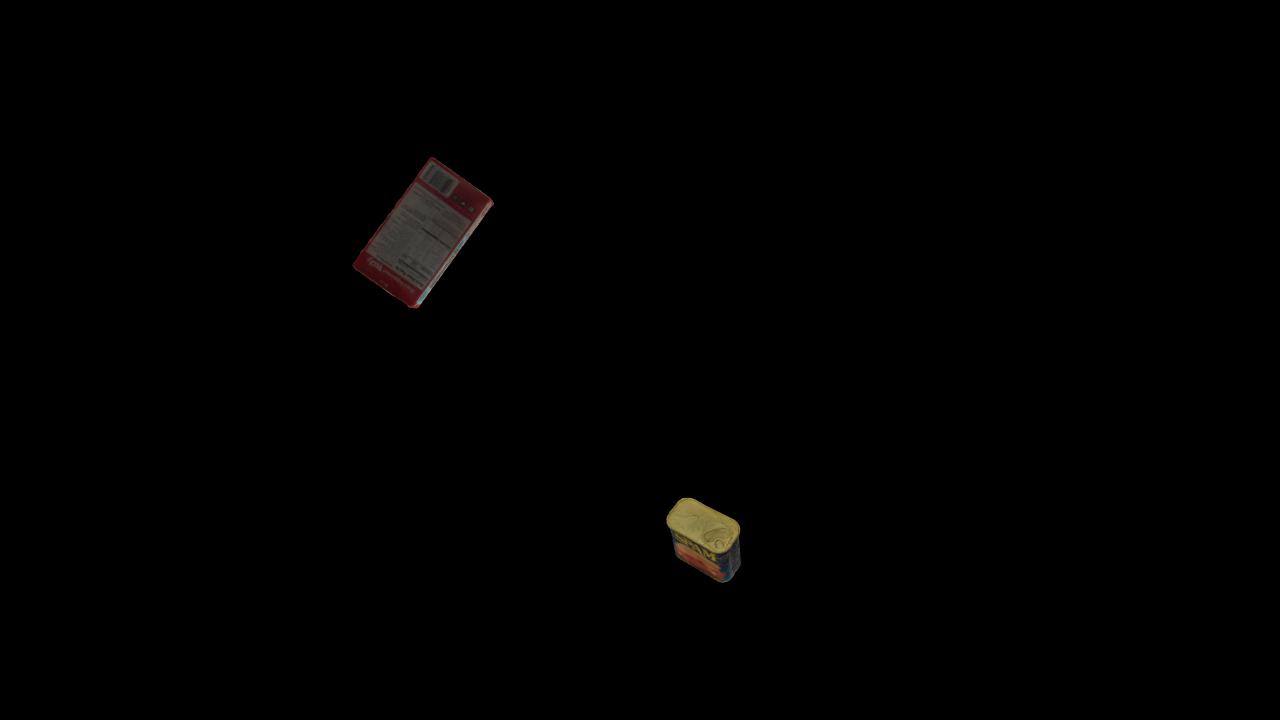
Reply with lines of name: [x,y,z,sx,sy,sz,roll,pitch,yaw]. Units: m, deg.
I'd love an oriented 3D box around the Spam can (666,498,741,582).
Spam can: [0.092,0.255,0.868,0.101,0.085,0.058,23,52,32]

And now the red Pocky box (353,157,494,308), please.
red Pocky box: [-0.247,-0.144,0.703,0.083,0.155,0.028,36,-2,-6]
